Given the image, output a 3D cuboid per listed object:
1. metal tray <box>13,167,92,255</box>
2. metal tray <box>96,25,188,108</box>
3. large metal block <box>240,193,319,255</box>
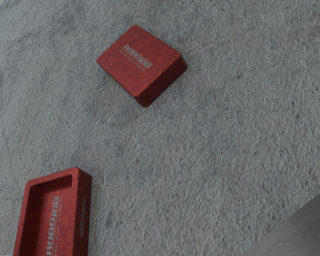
[{"bbox_3d":[-0.136,0.123,0.396,0.090,0.030,0.130,-17,55,18],"label":"metal tray"},{"bbox_3d":[-0.031,-0.100,0.478,0.090,0.030,0.130,-44,51,-3],"label":"metal tray"},{"bbox_3d":[0.114,0.107,0.243,0.080,0.080,0.050,-39,51,2],"label":"large metal block"}]
